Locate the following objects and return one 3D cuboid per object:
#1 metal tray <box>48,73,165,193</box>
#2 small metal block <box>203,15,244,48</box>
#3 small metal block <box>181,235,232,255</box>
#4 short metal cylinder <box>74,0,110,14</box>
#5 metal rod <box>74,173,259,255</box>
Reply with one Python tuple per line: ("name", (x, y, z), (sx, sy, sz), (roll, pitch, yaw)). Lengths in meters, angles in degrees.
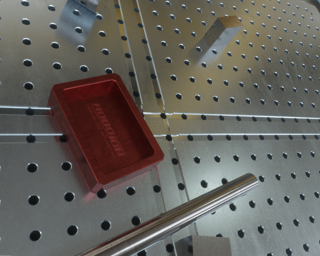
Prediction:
("metal tray", (-0.064, 0.000, 0.370), (0.091, 0.030, 0.130), (-19, 72, -36))
("small metal block", (0.115, -0.175, 0.563), (0.050, 0.050, 0.025), (-21, 73, -36))
("small metal block", (0.053, 0.150, 0.347), (0.050, 0.025, 0.050), (12, 57, -22))
("short metal cylinder", (-0.096, -0.217, 0.455), (0.050, 0.080, 0.080), (30, 52, -9))
("metal rod", (0.007, 0.108, 0.347), (0.303, 0.025, 0.025), (-15, 70, -35))
